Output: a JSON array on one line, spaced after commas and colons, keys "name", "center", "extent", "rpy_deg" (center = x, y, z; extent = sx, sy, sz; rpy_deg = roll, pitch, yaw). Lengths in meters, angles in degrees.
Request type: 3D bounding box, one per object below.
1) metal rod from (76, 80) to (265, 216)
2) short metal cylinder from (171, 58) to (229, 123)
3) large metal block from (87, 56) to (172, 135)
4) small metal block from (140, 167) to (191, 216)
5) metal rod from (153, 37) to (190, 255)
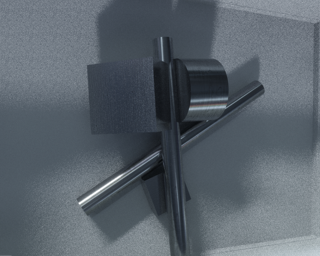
[{"name": "metal rod", "center": [0.027, 0.018, 0.419], "extent": [0.302, 0.025, 0.025], "rpy_deg": [-33, 101, -17]}, {"name": "short metal cylinder", "center": [0.044, -0.048, 0.396], "extent": [0.050, 0.080, 0.079], "rpy_deg": [-5, 92, -22]}, {"name": "large metal block", "center": [-0.035, -0.035, 0.363], "extent": [0.080, 0.050, 0.079], "rpy_deg": [-3, 91, 20]}, {"name": "small metal block", "center": [0.007, 0.081, 0.413], "extent": [0.050, 0.025, 0.050], "rpy_deg": [-23, 98, -19]}, {"name": "metal rod", "center": [0.016, 0.038, 0.388], "extent": [0.025, 0.025, 0.298], "rpy_deg": [-5, 91, -20]}]
